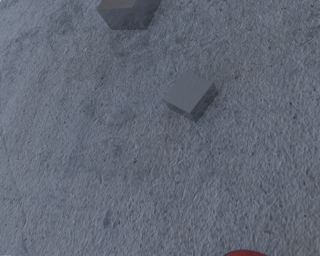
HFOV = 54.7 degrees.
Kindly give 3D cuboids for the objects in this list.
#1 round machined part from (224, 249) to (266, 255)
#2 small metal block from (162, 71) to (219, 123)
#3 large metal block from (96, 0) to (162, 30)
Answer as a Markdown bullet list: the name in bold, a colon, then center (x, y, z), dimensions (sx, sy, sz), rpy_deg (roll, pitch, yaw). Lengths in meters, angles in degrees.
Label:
- **round machined part**: center (0.075, 0.149, 0.238), dimensions (0.098, 0.099, 0.042), rpy_deg (55, 131, 39)
- **small metal block**: center (0.040, -0.042, 0.408), dimensions (0.050, 0.025, 0.050), rpy_deg (31, 79, 37)
- **large metal block**: center (-0.052, -0.222, 0.550), dimensions (0.080, 0.050, 0.080), rpy_deg (11, 67, 32)
